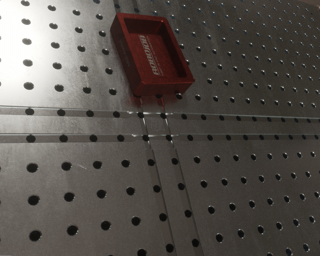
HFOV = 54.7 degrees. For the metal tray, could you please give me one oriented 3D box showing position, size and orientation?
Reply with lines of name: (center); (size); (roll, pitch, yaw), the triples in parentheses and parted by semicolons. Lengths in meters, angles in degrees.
metal tray: (-0.013, -0.112, 0.468); (0.091, 0.030, 0.130); (-7, 65, -32)
